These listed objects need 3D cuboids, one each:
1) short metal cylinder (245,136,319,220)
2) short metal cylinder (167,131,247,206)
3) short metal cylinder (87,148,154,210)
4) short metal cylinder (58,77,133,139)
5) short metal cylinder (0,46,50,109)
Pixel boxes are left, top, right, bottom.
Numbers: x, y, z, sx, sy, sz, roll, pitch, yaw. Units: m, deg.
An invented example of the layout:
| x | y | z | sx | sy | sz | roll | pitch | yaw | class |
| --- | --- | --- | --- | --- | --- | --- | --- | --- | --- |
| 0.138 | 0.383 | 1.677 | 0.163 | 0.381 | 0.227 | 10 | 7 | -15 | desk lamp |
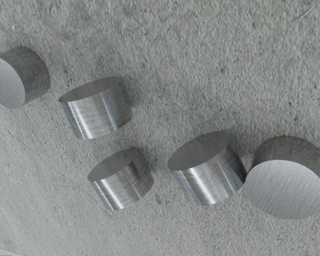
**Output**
| x | y | z | sx | sy | sz | roll | pitch | yaw | class |
| --- | --- | --- | --- | --- | --- | --- | --- | --- | --- |
| 0.142 | 0.055 | 0.350 | 0.080 | 0.050 | 0.079 | 13 | 124 | 21 | short metal cylinder |
| 0.056 | 0.047 | 0.370 | 0.080 | 0.080 | 0.050 | -18 | 109 | 35 | short metal cylinder |
| -0.056 | 0.072 | 0.445 | 0.080 | 0.080 | 0.050 | -15 | 110 | 34 | short metal cylinder |
| -0.081 | -0.027 | 0.397 | 0.080 | 0.080 | 0.050 | -4 | 117 | 30 | short metal cylinder |
| -0.211 | -0.074 | 0.456 | 0.080 | 0.050 | 0.079 | 13 | 124 | 21 | short metal cylinder |
